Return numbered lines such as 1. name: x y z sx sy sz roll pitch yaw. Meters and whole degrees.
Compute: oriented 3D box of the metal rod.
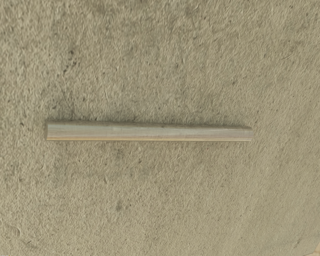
1. metal rod: 0.006 0.006 0.414 0.302 0.025 0.025 2 118 -29
